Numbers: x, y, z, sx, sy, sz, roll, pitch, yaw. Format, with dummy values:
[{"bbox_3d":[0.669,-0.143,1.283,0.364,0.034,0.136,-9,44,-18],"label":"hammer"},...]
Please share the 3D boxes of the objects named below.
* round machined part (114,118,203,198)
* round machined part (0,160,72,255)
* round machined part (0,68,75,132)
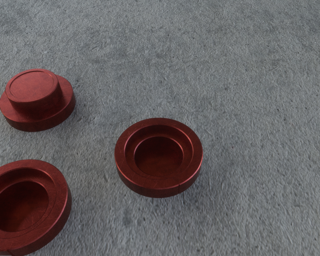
[{"bbox_3d":[-0.001,0.038,0.360,0.099,0.042,0.098,0,50,0],"label":"round machined part"},{"bbox_3d":[-0.141,0.084,0.320,0.099,0.042,0.098,0,50,0],"label":"round machined part"},{"bbox_3d":[-0.171,-0.045,0.429,0.099,0.042,0.098,0,50,0],"label":"round machined part"}]
